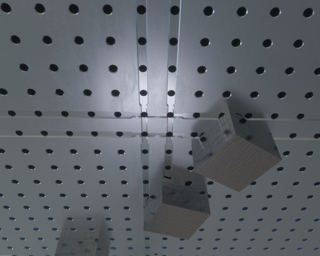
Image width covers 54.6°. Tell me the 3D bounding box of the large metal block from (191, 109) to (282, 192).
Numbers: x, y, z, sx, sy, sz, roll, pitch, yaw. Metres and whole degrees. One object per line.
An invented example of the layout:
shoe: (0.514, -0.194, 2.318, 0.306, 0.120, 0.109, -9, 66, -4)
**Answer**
large metal block: (0.101, 0.033, 0.424, 0.080, 0.050, 0.080, 27, 125, -21)

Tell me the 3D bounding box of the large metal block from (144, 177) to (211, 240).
large metal block: (0.026, 0.134, 0.509, 0.080, 0.050, 0.080, 17, 128, -14)

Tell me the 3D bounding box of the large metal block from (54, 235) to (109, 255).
large metal block: (-0.153, 0.258, 0.613, 0.080, 0.050, 0.080, -6, 130, 5)
